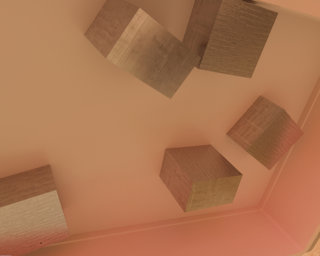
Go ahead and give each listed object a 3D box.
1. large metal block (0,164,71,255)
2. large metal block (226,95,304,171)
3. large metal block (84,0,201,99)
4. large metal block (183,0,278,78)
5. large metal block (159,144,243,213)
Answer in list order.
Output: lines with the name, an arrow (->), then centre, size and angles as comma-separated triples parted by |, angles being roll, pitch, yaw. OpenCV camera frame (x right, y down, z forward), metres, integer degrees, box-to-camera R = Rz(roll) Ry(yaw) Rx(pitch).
large metal block -> -0.159, 0.100, 0.367 | 0.081, 0.050, 0.079 | -16, 125, -20
large metal block -> 0.166, 0.009, 0.488 | 0.080, 0.050, 0.080 | 34, 99, -39
large metal block -> -0.020, -0.082, 0.311 | 0.080, 0.080, 0.050 | 28, 103, -38
large metal block -> 0.078, -0.110, 0.367 | 0.081, 0.050, 0.079 | 3, 117, -30
large metal block -> 0.056, 0.069, 0.446 | 0.081, 0.080, 0.050 | -3, 120, -27
